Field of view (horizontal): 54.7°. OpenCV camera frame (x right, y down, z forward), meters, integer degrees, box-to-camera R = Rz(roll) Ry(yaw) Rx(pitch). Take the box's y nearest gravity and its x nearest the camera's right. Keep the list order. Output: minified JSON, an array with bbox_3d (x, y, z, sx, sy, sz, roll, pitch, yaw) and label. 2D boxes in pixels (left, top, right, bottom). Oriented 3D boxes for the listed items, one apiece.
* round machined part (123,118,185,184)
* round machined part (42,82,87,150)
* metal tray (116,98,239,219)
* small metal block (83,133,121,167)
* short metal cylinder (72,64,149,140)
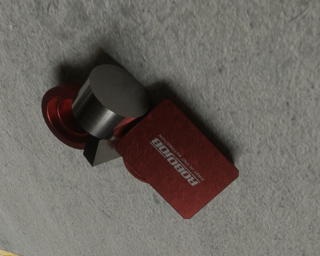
[{"bbox_3d":[-0.012,0.038,0.425,0.098,0.042,0.097,13,124,20],"label":"round machined part"},{"bbox_3d":[-0.116,-0.021,0.443,0.098,0.042,0.097,13,124,20],"label":"round machined part"},{"bbox_3d":[0.021,0.037,0.387,0.090,0.030,0.130,-43,95,7],"label":"metal tray"},{"bbox_3d":[-0.071,0.020,0.417,0.025,0.050,0.050,46,133,28],"label":"small metal block"},{"bbox_3d":[-0.061,-0.032,0.384,0.080,0.080,0.050,44,129,-3],"label":"short metal cylinder"}]
